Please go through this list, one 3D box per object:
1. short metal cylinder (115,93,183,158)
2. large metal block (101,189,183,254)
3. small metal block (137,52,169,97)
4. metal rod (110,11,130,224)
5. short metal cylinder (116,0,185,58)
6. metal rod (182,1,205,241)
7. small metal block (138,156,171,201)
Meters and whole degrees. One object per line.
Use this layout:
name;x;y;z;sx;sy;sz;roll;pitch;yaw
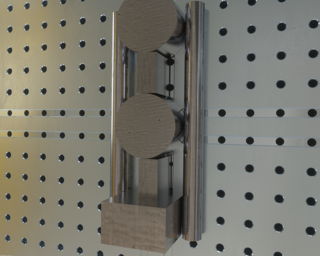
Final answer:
short metal cylinder;-0.011;-0.003;0.403;0.080;0.050;0.080;0;90;20
large metal block;-0.018;0.112;0.390;0.080;0.080;0.050;1;91;20
small metal block;-0.008;-0.068;0.401;0.025;0.050;0.050;1;90;20
metal rod;-0.056;-0.009;0.431;0.025;0.025;0.298;1;90;20
short metal cylinder;-0.009;-0.132;0.402;0.080;0.050;0.080;0;90;20
metal rod;0.043;-0.008;0.396;0.025;0.025;0.298;1;90;20
small metal block;-0.006;0.063;0.400;0.025;0.050;0.050;0;90;20
